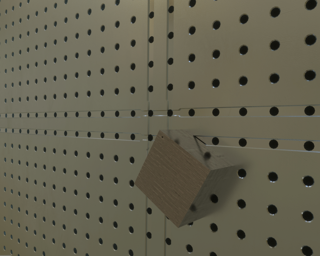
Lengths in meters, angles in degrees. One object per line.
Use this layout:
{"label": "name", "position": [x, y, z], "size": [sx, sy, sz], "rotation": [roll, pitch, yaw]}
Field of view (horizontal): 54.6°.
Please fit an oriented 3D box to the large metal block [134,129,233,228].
{"label": "large metal block", "position": [0.026, 0.057, 0.373], "size": [0.080, 0.050, 0.080], "rotation": [38, 114, 33]}
